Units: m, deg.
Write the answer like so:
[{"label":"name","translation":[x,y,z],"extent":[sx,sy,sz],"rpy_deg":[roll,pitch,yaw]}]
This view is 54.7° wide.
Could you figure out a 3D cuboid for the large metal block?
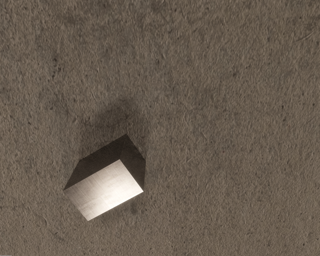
[{"label":"large metal block","translation":[-0.067,0.061,0.402],"extent":[0.080,0.080,0.050],"rpy_deg":[-30,108,10]}]
